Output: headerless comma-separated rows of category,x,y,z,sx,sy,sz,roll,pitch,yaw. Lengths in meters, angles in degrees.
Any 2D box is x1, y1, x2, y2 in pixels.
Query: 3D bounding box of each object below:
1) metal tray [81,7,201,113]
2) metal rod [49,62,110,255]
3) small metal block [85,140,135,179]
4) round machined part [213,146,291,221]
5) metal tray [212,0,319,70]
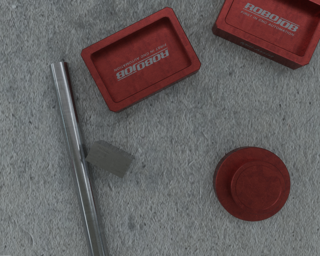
metal tray,-0.024,-0.087,0.407,0.131,0.030,0.090,-27,90,-1
metal rod,-0.102,0.062,0.408,0.025,0.025,0.298,-12,90,0
small metal block,-0.062,0.038,0.397,0.050,0.050,0.025,26,90,-1
round machined part,0.122,0.073,0.403,0.099,0.042,0.097,0,90,-1
metal tray,0.147,-0.144,0.409,0.131,0.030,0.090,24,90,-1
